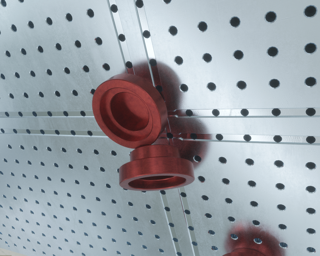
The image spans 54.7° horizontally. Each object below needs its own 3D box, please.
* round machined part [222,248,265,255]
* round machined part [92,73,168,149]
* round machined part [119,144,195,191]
[{"bbox_3d":[0.134,0.222,0.466,0.098,0.042,0.097,13,124,20],"label":"round machined part"},{"bbox_3d":[-0.035,-0.025,0.402,0.098,0.042,0.097,13,124,20],"label":"round machined part"},{"bbox_3d":[-0.005,0.053,0.412,0.099,0.042,0.098,-4,157,-1],"label":"round machined part"}]
